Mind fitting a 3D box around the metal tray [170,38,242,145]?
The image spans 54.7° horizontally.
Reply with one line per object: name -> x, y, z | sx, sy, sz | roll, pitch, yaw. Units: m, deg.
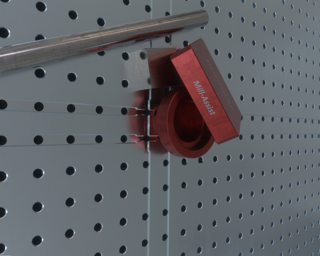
metal tray -> 0.067, -0.053, 0.421 | 0.130, 0.030, 0.090 | 60, 24, -11

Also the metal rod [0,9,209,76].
metal rod -> -0.046, -0.111, 0.370 | 0.302, 0.025, 0.025 | -26, 107, -37

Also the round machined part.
round machined part -> 0.033, -0.009, 0.426 | 0.099, 0.042, 0.097 | 0, 90, -40

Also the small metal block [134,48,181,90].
small metal block -> -0.003, -0.078, 0.407 | 0.050, 0.025, 0.050 | -13, 99, -39
